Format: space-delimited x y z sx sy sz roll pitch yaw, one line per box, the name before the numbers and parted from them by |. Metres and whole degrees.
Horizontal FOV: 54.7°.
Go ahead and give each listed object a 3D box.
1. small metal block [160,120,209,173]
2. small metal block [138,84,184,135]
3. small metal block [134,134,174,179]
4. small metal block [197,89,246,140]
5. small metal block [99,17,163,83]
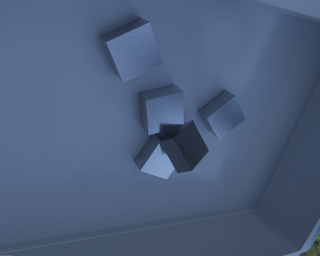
small metal block | 0.034 0.025 0.417 0.050 0.025 0.050 -41 106 -44
small metal block | 0.002 -0.024 0.397 0.050 0.025 0.050 -16 125 -20
small metal block | 0.000 0.040 0.435 0.050 0.025 0.050 25 105 -37
small metal block | 0.090 -0.019 0.448 0.050 0.025 0.050 -38 130 -3
small metal block | -0.031 -0.085 0.340 0.050 0.025 0.050 -28 129 -11
